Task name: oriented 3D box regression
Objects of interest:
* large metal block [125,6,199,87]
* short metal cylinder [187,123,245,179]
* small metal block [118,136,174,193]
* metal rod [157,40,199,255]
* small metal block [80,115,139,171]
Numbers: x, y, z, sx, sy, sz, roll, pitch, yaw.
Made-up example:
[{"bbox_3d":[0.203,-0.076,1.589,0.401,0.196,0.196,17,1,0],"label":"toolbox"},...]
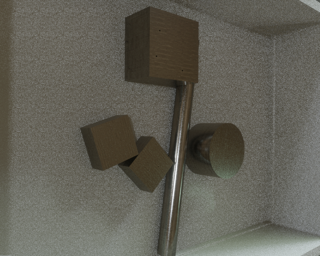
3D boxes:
[{"bbox_3d":[0.003,-0.098,0.395,0.081,0.050,0.079,0,90,-40],"label":"large metal block"},{"bbox_3d":[0.081,0.032,0.461,0.081,0.050,0.079,0,90,-40],"label":"short metal cylinder"},{"bbox_3d":[-0.017,0.046,0.394,0.050,0.025,0.050,-52,121,-27],"label":"small metal block"},{"bbox_3d":[0.026,0.022,0.430,0.025,0.025,0.298,12,83,-40],"label":"metal rod"},{"bbox_3d":[-0.058,0.016,0.360,0.050,0.025,0.050,-23,105,-38],"label":"small metal block"}]
